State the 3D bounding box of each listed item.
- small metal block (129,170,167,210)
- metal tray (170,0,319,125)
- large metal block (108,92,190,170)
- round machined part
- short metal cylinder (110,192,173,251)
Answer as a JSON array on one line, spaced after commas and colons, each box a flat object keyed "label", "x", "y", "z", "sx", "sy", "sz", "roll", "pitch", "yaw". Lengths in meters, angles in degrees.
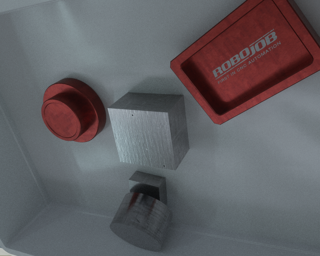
[{"label": "small metal block", "x": -0.018, "y": 0.098, "z": 0.477, "sx": 0.050, "sy": 0.025, "sz": 0.050, "roll": 10, "pitch": 121, "yaw": 22}, {"label": "metal tray", "x": 0.085, "y": -0.070, "z": 0.316, "sx": 0.130, "sy": 0.030, "sz": 0.090, "roll": -33, "pitch": 101, "yaw": 38}, {"label": "large metal block", "x": -0.012, "y": 0.002, "z": 0.399, "sx": 0.080, "sy": 0.050, "sz": 0.079, "roll": 6, "pitch": 121, "yaw": 25}, {"label": "round machined part", "x": -0.132, "y": -0.020, "z": 0.453, "sx": 0.098, "sy": 0.042, "sz": 0.097, "roll": 13, "pitch": 124, "yaw": 20}, {"label": "short metal cylinder", "x": -0.027, "y": 0.139, "z": 0.460, "sx": 0.080, "sy": 0.050, "sz": 0.080, "roll": 17, "pitch": 143, "yaw": 13}]
